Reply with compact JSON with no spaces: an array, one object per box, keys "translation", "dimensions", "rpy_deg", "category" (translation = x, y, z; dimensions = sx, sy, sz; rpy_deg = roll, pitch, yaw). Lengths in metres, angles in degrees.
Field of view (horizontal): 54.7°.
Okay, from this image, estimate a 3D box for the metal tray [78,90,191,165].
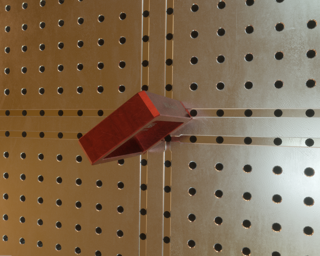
[{"translation":[-0.022,0.001,0.364],"dimensions":[0.090,0.130,0.030],"rpy_deg":[-36,78,16],"category":"metal tray"}]
